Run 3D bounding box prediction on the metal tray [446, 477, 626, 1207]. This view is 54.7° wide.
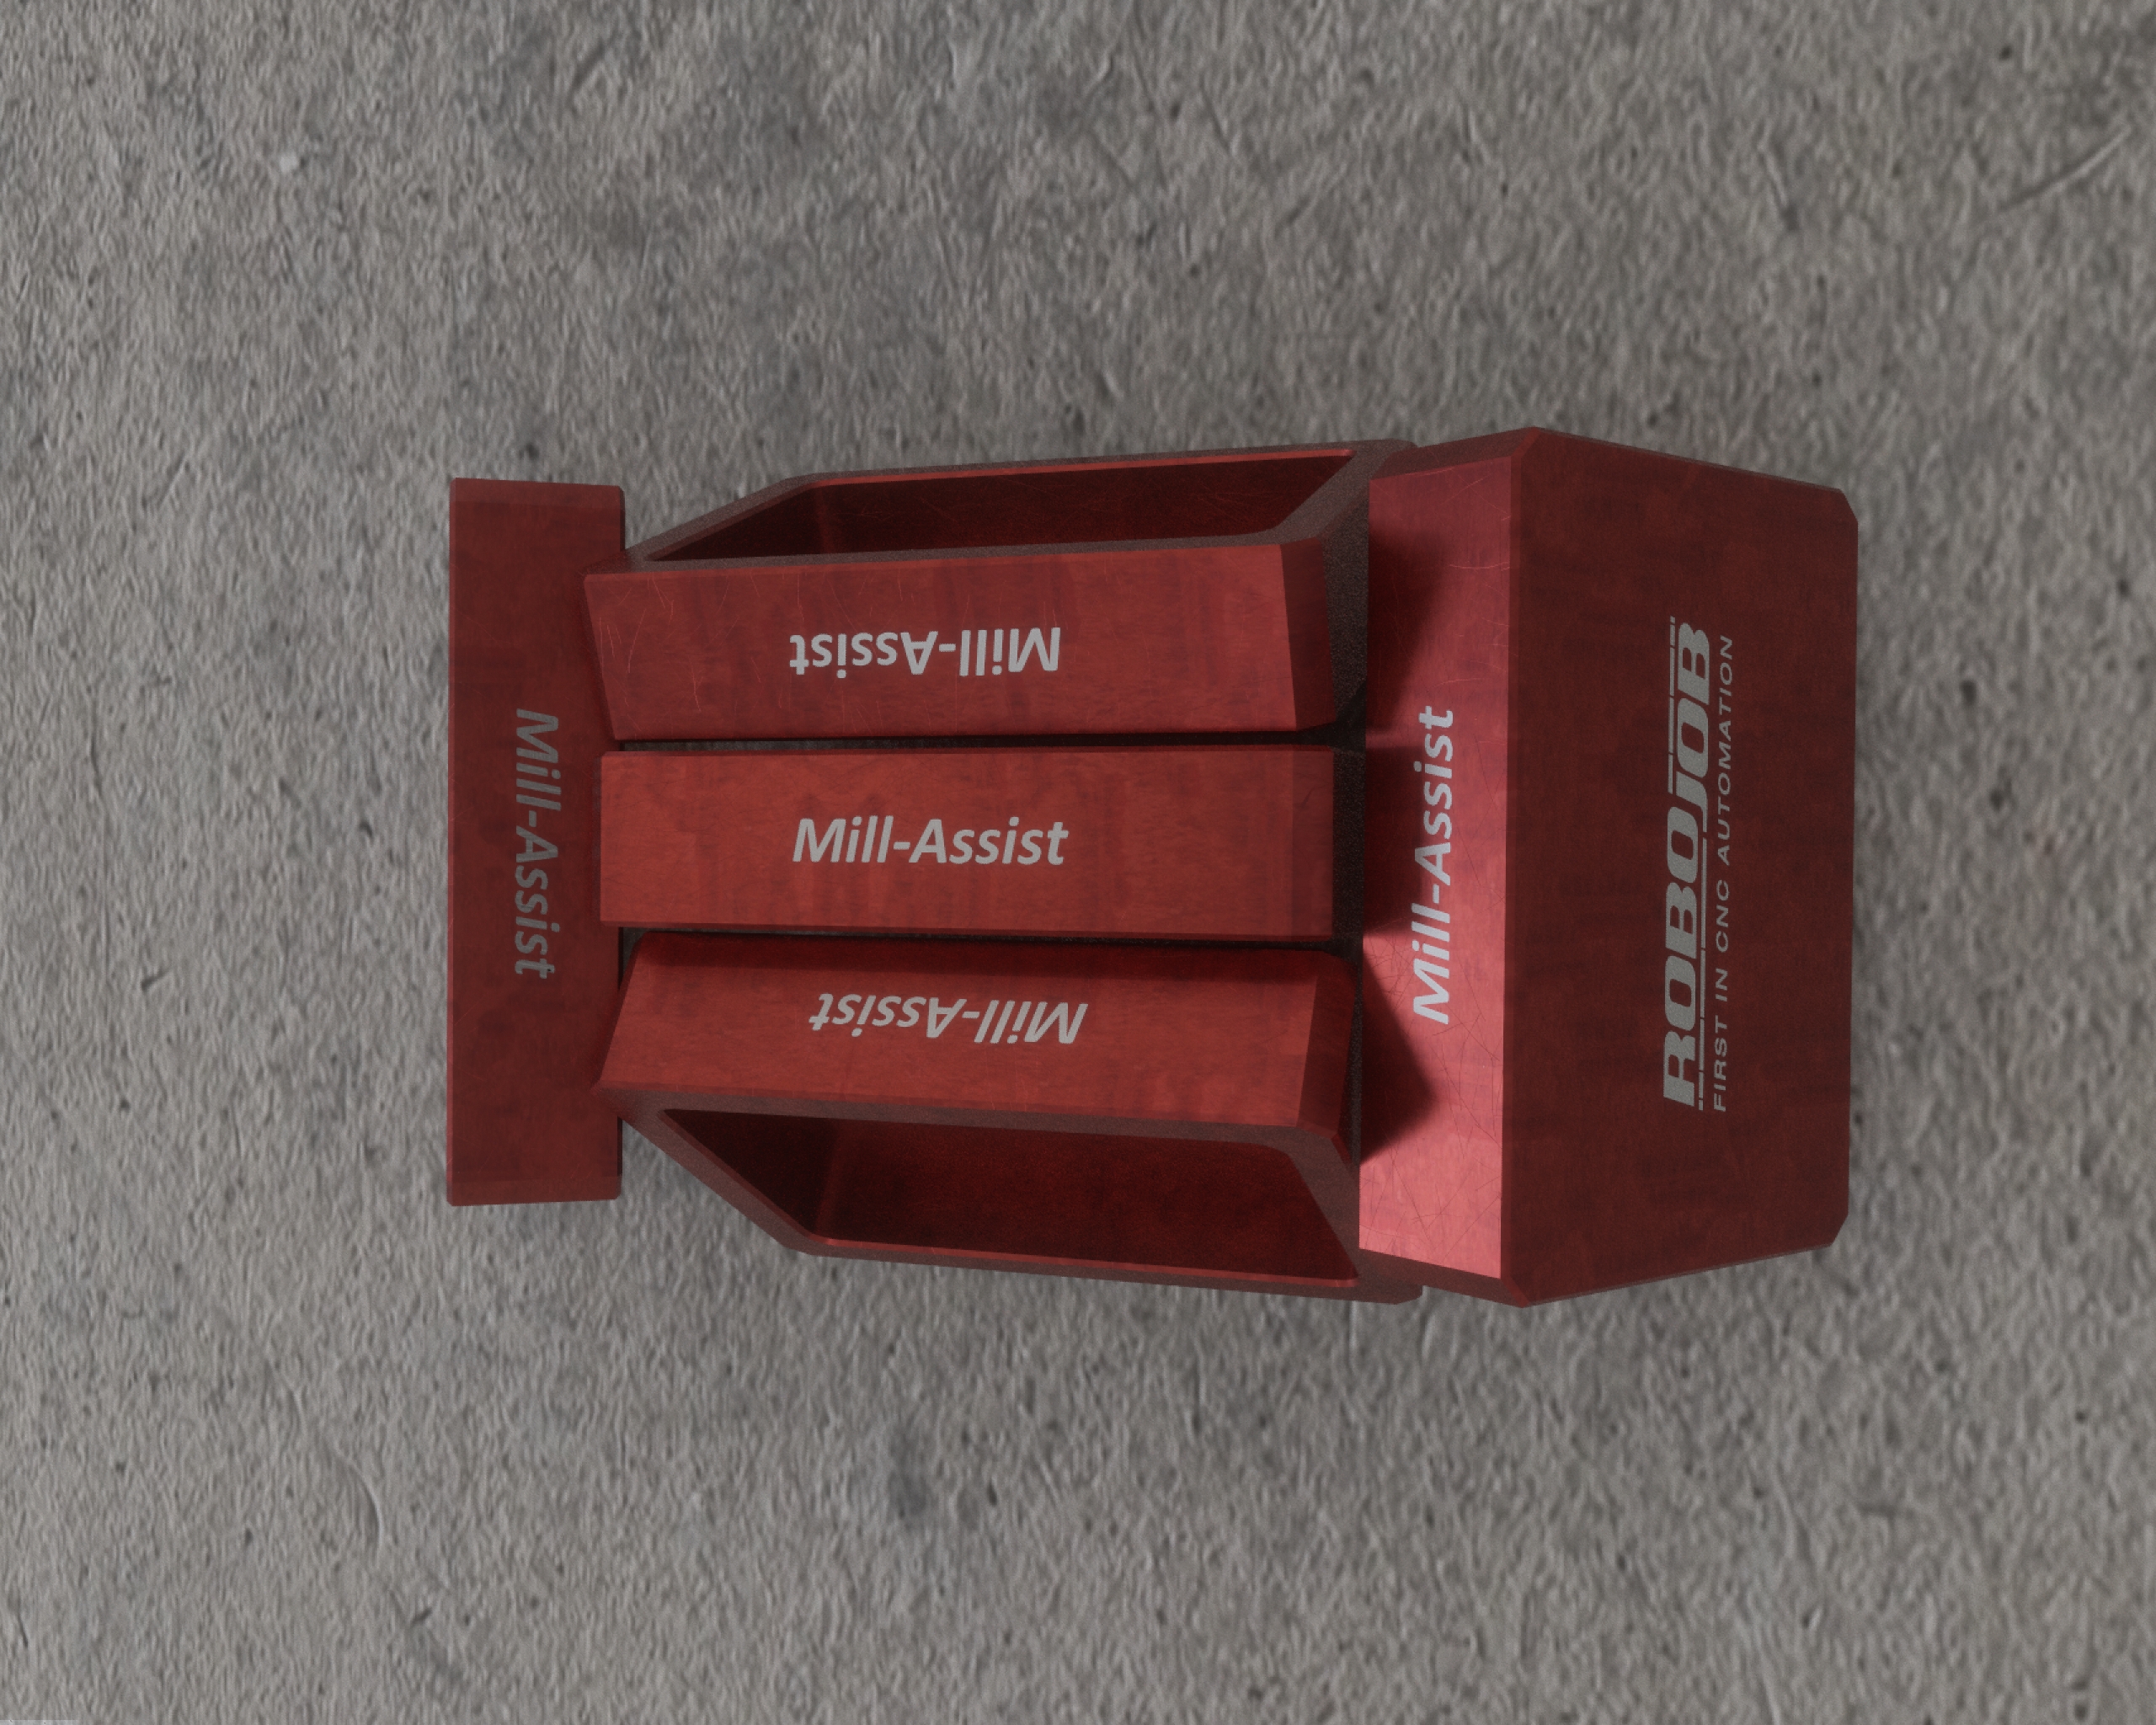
[{"bbox_3d":[-0.108,-0.004,0.412,0.030,0.090,0.129,0,90,-16],"label":"metal tray"}]

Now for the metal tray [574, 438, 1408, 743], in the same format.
[{"bbox_3d":[-0.010,-0.050,0.375,0.130,0.090,0.030,1,111,20],"label":"metal tray"}]

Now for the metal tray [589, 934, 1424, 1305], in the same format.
[{"bbox_3d":[-0.008,0.047,0.375,0.130,0.090,0.030,1,62,20],"label":"metal tray"}]

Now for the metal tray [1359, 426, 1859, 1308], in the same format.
[{"bbox_3d":[0.089,0.001,0.341,0.030,0.091,0.129,1,91,52],"label":"metal tray"}]

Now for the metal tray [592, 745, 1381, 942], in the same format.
[{"bbox_3d":[-0.009,-0.004,0.377,0.130,0.090,0.030,1,90,20],"label":"metal tray"}]
